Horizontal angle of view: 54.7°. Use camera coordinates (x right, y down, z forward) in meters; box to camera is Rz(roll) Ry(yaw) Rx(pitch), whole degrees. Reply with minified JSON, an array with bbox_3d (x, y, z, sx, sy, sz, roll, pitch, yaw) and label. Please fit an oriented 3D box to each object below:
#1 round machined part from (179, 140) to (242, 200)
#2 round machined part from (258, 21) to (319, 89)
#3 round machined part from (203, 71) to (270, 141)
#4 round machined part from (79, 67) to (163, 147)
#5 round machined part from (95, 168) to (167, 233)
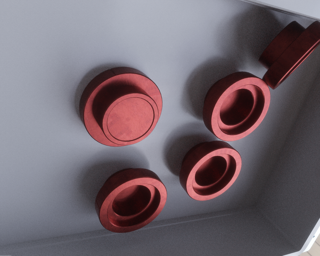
[{"bbox_3d":[0.073,0.060,0.477,0.099,0.042,0.097,-14,125,-21],"label":"round machined part"},{"bbox_3d":[0.170,-0.101,0.410,0.098,0.042,0.098,-42,167,-12],"label":"round machined part"},{"bbox_3d":[0.102,-0.033,0.435,0.099,0.042,0.097,-14,125,-21],"label":"round machined part"},{"bbox_3d":[-0.041,-0.019,0.365,0.099,0.042,0.097,-14,125,-21],"label":"round machined part"},{"bbox_3d":[-0.043,0.096,0.435,0.099,0.042,0.097,-14,125,-21],"label":"round machined part"}]
